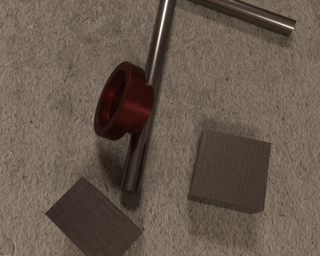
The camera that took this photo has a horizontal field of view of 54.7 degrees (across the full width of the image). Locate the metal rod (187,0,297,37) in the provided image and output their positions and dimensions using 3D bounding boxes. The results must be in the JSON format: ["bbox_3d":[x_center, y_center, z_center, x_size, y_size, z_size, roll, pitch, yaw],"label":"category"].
[{"bbox_3d":[0.062,-0.208,0.484,0.301,0.025,0.025,23,72,8],"label":"metal rod"}]

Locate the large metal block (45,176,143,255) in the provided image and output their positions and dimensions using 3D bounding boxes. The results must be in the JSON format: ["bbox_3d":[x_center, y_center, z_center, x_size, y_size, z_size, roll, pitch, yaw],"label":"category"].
[{"bbox_3d":[-0.067,0.105,0.340,0.080,0.080,0.050,40,75,13],"label":"large metal block"}]

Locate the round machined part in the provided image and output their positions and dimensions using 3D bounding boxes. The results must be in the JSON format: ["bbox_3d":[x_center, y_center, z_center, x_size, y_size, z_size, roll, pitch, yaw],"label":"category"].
[{"bbox_3d":[-0.043,-0.030,0.389,0.042,0.098,0.098,21,68,-28],"label":"round machined part"}]

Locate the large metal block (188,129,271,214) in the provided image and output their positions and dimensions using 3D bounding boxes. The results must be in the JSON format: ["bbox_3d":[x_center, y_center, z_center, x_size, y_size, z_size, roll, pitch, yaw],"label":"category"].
[{"bbox_3d":[0.083,0.054,0.376,0.080,0.050,0.080,12,70,4],"label":"large metal block"}]

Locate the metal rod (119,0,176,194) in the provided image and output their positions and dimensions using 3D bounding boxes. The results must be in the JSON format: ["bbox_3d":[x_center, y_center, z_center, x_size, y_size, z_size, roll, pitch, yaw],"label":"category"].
[{"bbox_3d":[-0.012,-0.060,0.430,0.025,0.025,0.299,9,70,3],"label":"metal rod"}]
